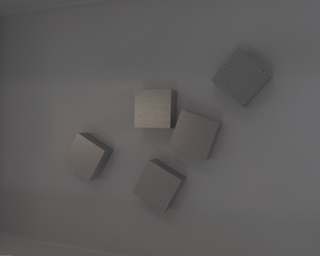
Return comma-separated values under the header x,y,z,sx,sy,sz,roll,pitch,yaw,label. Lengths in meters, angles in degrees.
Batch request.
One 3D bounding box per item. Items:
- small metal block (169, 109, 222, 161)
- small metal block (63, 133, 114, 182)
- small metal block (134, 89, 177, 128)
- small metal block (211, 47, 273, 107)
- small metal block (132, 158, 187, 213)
x,y,z,sx,sy,sz,roll,pitch,yaw,label
0.046,0.008,0.394,0.050,0.025,0.050,21,97,18,small metal block
-0.103,0.041,0.447,0.050,0.025,0.050,31,100,17,small metal block
-0.006,-0.025,0.412,0.050,0.025,0.050,2,91,20,small metal block
0.099,-0.060,0.375,0.050,0.025,0.050,43,103,14,small metal block
-0.001,0.075,0.411,0.050,0.025,0.050,30,100,17,small metal block
